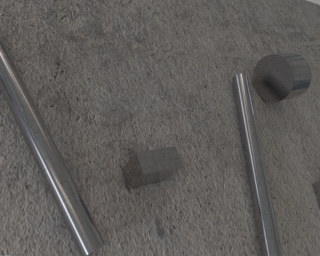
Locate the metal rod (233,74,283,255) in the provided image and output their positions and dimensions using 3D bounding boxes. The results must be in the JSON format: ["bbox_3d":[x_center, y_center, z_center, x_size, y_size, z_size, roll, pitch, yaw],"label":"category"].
[{"bbox_3d":[0.137,0.044,0.450,0.025,0.025,0.299,13,56,-21],"label":"metal rod"}]

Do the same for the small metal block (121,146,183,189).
[{"bbox_3d":[-0.010,0.046,0.354,0.050,0.050,0.025,-7,65,-31],"label":"small metal block"}]

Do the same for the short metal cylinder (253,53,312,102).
[{"bbox_3d":[0.209,-0.088,0.534,0.050,0.080,0.080,-13,68,-33],"label":"short metal cylinder"}]

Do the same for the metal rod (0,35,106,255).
[{"bbox_3d":[-0.139,-0.006,0.332,0.025,0.025,0.299,-21,73,-36],"label":"metal rod"}]

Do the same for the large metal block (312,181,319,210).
[{"bbox_3d":[0.292,0.119,0.472,0.081,0.050,0.080,11,57,-22],"label":"large metal block"}]
